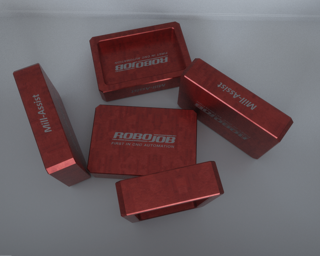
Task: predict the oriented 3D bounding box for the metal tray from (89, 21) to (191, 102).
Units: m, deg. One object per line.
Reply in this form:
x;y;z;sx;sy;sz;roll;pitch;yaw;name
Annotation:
-0.026;-0.095;0.440;0.131;0.030;0.090;-12;71;-5;metal tray

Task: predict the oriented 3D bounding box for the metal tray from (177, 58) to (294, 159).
0.084;-0.020;0.381;0.130;0.090;0.030;36;75;12;metal tray

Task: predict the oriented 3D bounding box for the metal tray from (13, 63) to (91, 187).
-0.127;-0.001;0.372;0.030;0.090;0.130;-23;72;-9;metal tray

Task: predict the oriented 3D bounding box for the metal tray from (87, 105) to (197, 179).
-0.020;0.020;0.396;0.131;0.030;0.090;3;70;1;metal tray

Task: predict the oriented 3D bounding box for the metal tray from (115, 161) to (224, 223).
0.008;0.072;0.325;0.091;0.130;0.030;-12;71;-5;metal tray
